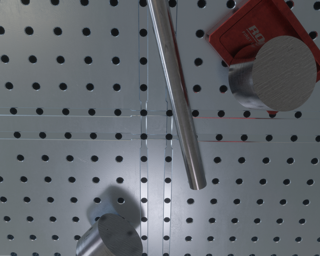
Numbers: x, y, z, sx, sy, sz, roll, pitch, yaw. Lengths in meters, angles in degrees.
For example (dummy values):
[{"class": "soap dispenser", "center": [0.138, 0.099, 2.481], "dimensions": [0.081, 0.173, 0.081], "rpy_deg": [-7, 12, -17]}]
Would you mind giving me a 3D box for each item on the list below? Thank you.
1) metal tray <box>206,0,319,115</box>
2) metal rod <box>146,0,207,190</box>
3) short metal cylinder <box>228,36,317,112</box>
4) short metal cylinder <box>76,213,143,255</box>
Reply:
[{"class": "metal tray", "center": [0.131, -0.092, 0.377], "dimensions": [0.090, 0.030, 0.130], "rpy_deg": [-41, 106, 13]}, {"class": "metal rod", "center": [0.020, -0.054, 0.393], "dimensions": [0.025, 0.025, 0.298], "rpy_deg": [-13, 110, 4]}, {"class": "short metal cylinder", "center": [0.126, -0.059, 0.351], "dimensions": [0.081, 0.050, 0.079], "rpy_deg": [-2, 96, -16]}, {"class": "short metal cylinder", "center": [-0.072, 0.171, 0.447], "dimensions": [0.080, 0.080, 0.050], "rpy_deg": [39, 105, -13]}]
